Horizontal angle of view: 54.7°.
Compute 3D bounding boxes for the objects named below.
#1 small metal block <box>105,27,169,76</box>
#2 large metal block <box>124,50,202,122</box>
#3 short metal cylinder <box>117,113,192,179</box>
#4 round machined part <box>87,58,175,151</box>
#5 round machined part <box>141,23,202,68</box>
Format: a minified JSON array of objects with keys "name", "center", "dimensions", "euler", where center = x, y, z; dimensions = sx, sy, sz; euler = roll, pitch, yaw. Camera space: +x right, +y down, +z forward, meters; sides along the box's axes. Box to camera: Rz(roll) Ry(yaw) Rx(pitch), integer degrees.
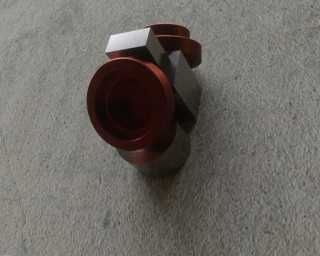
[{"name":"small metal block","center":[-0.024,-0.081,0.347],"dimensions":[0.050,0.050,0.025],"euler":[-3,60,27]},{"name":"large metal block","center":[0.000,-0.049,0.398],"dimensions":[0.080,0.080,0.050],"euler":[-2,61,27]},{"name":"short metal cylinder","center":[-0.007,0.017,0.383],"dimensions":[0.080,0.050,0.080],"euler":[-13,56,20]},{"name":"round machined part","center":[-0.028,-0.027,0.339],"dimensions":[0.098,0.042,0.097],"euler":[6,103,26]},{"name":"round machined part","center":[0.006,-0.107,0.415],"dimensions":[0.098,0.098,0.042],"euler":[-2,86,27]}]
